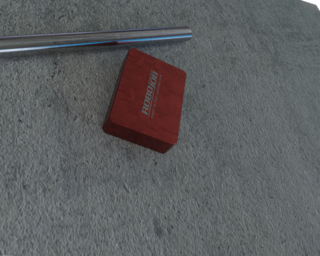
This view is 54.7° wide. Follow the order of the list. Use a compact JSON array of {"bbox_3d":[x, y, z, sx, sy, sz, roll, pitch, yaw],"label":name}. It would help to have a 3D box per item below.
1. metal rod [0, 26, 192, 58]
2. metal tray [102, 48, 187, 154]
[{"bbox_3d":[-0.074,-0.126,0.442,0.303,0.025,0.025,-16,70,-35],"label":"metal rod"},{"bbox_3d":[-0.016,-0.039,0.417,0.091,0.030,0.130,21,54,-16],"label":"metal tray"}]
